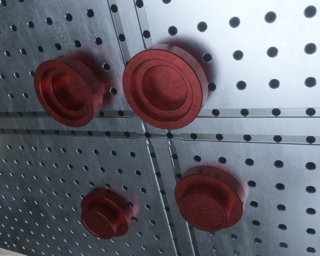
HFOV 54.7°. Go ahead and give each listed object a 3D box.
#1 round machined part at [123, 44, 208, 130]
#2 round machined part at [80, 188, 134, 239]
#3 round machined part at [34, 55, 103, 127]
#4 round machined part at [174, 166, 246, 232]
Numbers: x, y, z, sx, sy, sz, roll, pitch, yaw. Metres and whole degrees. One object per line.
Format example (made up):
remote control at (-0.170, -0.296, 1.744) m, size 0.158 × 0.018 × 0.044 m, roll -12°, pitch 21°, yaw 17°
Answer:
round machined part at (0.009, -0.050, 0.363) m, size 0.098 × 0.042 × 0.097 m, roll 13°, pitch 124°, yaw 20°
round machined part at (-0.100, 0.157, 0.548) m, size 0.098 × 0.042 × 0.097 m, roll 13°, pitch 124°, yaw 20°
round machined part at (-0.121, -0.053, 0.429) m, size 0.098 × 0.042 × 0.097 m, roll 13°, pitch 124°, yaw 20°
round machined part at (0.065, 0.105, 0.430) m, size 0.098 × 0.042 × 0.097 m, roll 13°, pitch 124°, yaw 20°
